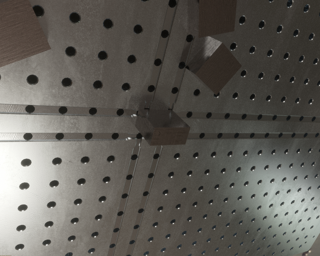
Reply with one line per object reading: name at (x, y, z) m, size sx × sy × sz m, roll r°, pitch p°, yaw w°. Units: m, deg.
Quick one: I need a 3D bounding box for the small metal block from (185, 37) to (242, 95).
small metal block at (0.070, -0.080, 0.402) m, size 0.050 × 0.025 × 0.050 m, roll -49°, pitch 129°, yaw 6°

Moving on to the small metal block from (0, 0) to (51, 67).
small metal block at (-0.136, -0.090, 0.282) m, size 0.050 × 0.025 × 0.050 m, roll -25°, pitch 128°, yaw -13°

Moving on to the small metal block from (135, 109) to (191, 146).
small metal block at (0.002, -0.002, 0.397) m, size 0.050 × 0.050 × 0.025 m, roll 0°, pitch 119°, yaw -29°

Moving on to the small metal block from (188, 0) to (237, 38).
small metal block at (0.061, -0.137, 0.361) m, size 0.050 × 0.025 × 0.050 m, roll -16°, pitch 125°, yaw -20°
